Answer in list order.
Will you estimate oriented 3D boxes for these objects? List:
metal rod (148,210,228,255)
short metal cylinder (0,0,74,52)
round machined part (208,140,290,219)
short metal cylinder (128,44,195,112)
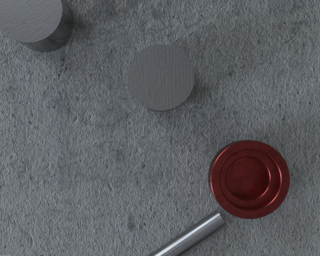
[{"bbox_3d":[-0.043,0.203,0.409,0.301,0.025,0.025,-34,90,-1],"label":"metal rod"},{"bbox_3d":[-0.157,-0.142,0.395,0.081,0.050,0.079,0,90,-1],"label":"short metal cylinder"},{"bbox_3d":[0.111,0.064,0.403,0.099,0.042,0.097,0,90,-1],"label":"round machined part"},{"bbox_3d":[0.001,-0.061,0.398,0.081,0.050,0.079,0,90,-1],"label":"short metal cylinder"}]
